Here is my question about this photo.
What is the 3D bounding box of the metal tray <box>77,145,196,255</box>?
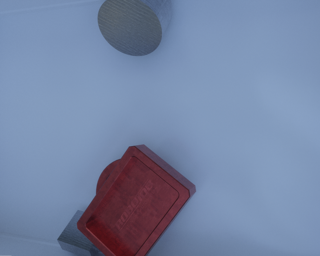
[{"bbox_3d":[-0.030,0.096,0.372,0.090,0.030,0.129,38,102,15],"label":"metal tray"}]

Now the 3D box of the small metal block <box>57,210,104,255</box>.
[{"bbox_3d":[-0.104,0.148,0.430,0.050,0.050,0.025,11,132,19],"label":"small metal block"}]

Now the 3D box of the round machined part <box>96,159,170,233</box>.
[{"bbox_3d":[-0.031,0.086,0.412,0.098,0.042,0.097,0,90,19],"label":"round machined part"}]

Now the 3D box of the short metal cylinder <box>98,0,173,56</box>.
[{"bbox_3d":[-0.030,-0.137,0.384,0.080,0.080,0.050,4,49,19],"label":"short metal cylinder"}]
